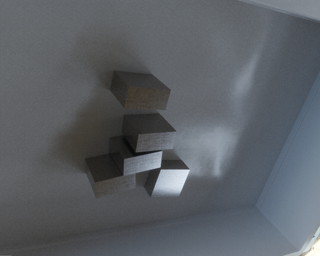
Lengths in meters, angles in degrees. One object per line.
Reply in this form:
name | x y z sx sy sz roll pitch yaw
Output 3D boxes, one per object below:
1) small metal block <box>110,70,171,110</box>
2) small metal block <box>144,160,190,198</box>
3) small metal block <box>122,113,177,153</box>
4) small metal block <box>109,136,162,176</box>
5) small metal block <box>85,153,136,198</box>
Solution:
small metal block | -0.023 -0.043 0.354 0.050 0.050 0.025 1 118 -29
small metal block | 0.010 0.075 0.463 0.050 0.025 0.050 5 116 -31
small metal block | -0.015 0.005 0.389 0.050 0.050 0.025 -4 120 -27
small metal block | -0.032 0.031 0.395 0.050 0.050 0.025 -10 122 -27
small metal block | -0.064 0.058 0.395 0.050 0.050 0.025 -11 124 -23
